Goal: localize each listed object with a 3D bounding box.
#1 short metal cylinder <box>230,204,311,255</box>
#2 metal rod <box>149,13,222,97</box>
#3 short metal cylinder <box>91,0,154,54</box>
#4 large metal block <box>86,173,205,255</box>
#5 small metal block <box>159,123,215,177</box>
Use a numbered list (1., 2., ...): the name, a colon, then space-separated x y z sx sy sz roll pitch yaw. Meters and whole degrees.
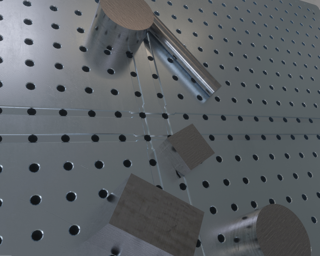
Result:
1. short metal cylinder: 0.134 0.139 0.380 0.081 0.050 0.080 14 56 -21
2. metal rod: -0.011 -0.170 0.505 0.300 0.025 0.025 48 51 5
3. short metal cylinder: -0.056 -0.157 0.458 0.081 0.050 0.080 14 56 -21
4. large metal block: -0.016 0.098 0.305 0.080 0.080 0.050 30 52 -9
5. small metal block: 0.036 0.029 0.410 0.050 0.025 0.050 -29 78 -37
